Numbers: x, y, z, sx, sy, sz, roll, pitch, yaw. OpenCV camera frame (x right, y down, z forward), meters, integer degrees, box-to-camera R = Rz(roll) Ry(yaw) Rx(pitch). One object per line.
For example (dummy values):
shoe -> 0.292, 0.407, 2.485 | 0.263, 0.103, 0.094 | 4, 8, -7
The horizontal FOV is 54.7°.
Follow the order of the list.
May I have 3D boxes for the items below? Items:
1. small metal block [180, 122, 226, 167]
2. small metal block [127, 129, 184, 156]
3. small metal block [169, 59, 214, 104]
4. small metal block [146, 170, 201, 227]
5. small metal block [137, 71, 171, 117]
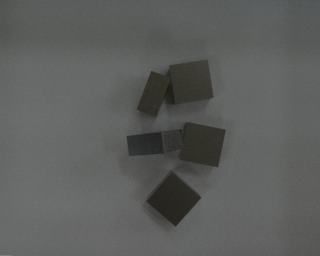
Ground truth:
small metal block -> 0.055, 0.021, 0.412 | 0.050, 0.025, 0.050 | 12, 90, 0
small metal block -> -0.005, 0.018, 0.389 | 0.050, 0.050, 0.025 | -7, 90, 31
small metal block -> 0.041, -0.060, 0.411 | 0.050, 0.025, 0.050 | -9, 90, 0
small metal block -> 0.018, 0.092, 0.411 | 0.050, 0.025, 0.050 | 41, 90, 0
small metal block -> -0.007, -0.042, 0.399 | 0.025, 0.050, 0.050 | 20, 90, 0
